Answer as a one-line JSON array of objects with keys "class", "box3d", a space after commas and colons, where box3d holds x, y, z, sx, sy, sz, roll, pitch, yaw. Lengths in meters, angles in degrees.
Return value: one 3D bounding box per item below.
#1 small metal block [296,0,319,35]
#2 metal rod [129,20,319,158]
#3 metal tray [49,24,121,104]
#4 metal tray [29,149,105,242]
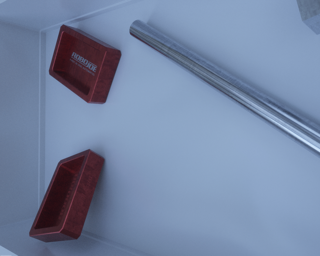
[{"class": "small metal block", "box3d": [0.140, -0.116, 0.274, 0.025, 0.050, 0.050, -18, 79, 38]}, {"class": "metal rod", "box3d": [0.065, -0.056, 0.351, 0.300, 0.025, 0.025, 40, 114, 32]}, {"class": "metal tray", "box3d": [-0.126, -0.105, 0.504, 0.130, 0.030, 0.089, 34, 111, 34]}, {"class": "metal tray", "box3d": [-0.140, 0.103, 0.472, 0.090, 0.030, 0.130, -20, 44, 37]}]
